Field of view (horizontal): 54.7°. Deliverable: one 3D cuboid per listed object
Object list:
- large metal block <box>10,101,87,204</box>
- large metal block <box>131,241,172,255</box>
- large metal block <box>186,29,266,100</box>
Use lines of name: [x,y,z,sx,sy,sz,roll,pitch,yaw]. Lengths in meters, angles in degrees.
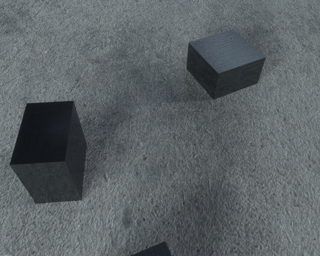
large metal block: [-0.117,0.027,0.343,0.050,0.080,0.080,-3,50,-3]
large metal block: [-0.017,0.155,0.256,0.081,0.050,0.080,-18,52,-14]
large metal block: [0.097,-0.098,0.470,0.081,0.050,0.080,-21,53,-17]
